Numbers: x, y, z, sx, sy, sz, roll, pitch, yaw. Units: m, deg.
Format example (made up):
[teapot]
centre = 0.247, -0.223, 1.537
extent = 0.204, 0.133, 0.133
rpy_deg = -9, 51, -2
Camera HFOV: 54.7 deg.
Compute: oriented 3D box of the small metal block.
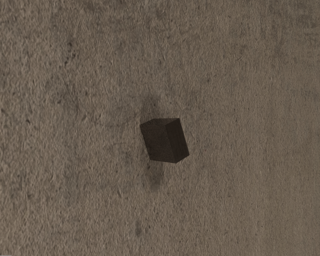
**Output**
[small metal block]
centre = 0.005, 0.015, 0.395
extent = 0.025, 0.050, 0.050
rpy_deg = -27, 107, -37
